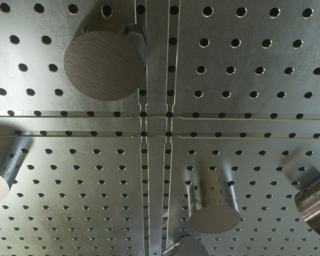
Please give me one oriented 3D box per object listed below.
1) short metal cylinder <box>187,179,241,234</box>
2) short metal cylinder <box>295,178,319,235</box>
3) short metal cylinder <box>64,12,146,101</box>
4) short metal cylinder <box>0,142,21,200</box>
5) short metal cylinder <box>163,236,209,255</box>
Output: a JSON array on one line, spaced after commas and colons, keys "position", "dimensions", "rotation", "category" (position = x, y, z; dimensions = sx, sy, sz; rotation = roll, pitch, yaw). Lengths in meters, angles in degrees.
[{"position": [0.086, 0.129, 0.506], "dimensions": [0.081, 0.050, 0.079], "rotation": [0, 130, 0], "category": "short metal cylinder"}, {"position": [0.260, 0.123, 0.482], "dimensions": [0.080, 0.080, 0.050], "rotation": [25, 126, -20], "category": "short metal cylinder"}, {"position": [-0.056, -0.075, 0.330], "dimensions": [0.081, 0.050, 0.079], "rotation": [0, 130, 0], "category": "short metal cylinder"}, {"position": [-0.250, 0.062, 0.445], "dimensions": [0.081, 0.050, 0.079], "rotation": [0, 130, 0], "category": "short metal cylinder"}, {"position": [0.051, 0.257, 0.595], "dimensions": [0.080, 0.080, 0.050], "rotation": [29, 124, -23], "category": "short metal cylinder"}]
